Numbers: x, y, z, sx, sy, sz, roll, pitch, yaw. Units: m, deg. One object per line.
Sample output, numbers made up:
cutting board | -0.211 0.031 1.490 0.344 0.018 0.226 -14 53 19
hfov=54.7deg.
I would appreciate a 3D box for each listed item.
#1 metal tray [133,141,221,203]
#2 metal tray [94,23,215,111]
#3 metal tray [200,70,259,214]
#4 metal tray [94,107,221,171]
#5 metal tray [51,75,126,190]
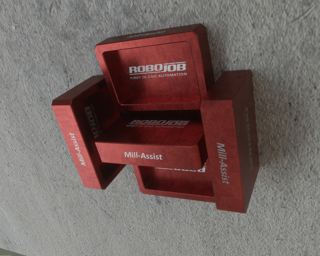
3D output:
metal tray | 0.025 0.053 0.426 0.130 0.030 0.089 1 118 27
metal tray | -0.005 -0.067 0.367 0.130 0.030 0.089 0 122 28
metal tray | 0.080 0.013 0.332 0.030 0.090 0.129 1 119 28
metal tray | 0.000 0.008 0.373 0.130 0.090 0.030 1 120 27
metal tray | -0.082 0.005 0.413 0.030 0.090 0.129 1 119 27
